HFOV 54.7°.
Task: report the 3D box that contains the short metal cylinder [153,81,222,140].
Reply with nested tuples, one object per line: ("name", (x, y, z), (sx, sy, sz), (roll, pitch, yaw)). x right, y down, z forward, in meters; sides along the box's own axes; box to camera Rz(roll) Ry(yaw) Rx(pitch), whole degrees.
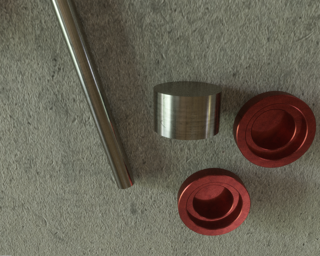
("short metal cylinder", (0.032, -0.024, 0.372), (0.081, 0.080, 0.050), (0, 110, -1))

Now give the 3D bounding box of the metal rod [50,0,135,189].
("metal rod", (-0.086, -0.055, 0.388), (0.025, 0.025, 0.298), (-14, 110, 5))

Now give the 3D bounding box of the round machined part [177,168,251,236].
("round machined part", (0.074, 0.099, 0.438), (0.099, 0.042, 0.097), (0, 110, -1))

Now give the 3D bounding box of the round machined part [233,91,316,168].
("round machined part", (0.144, -0.001, 0.402), (0.099, 0.042, 0.097), (0, 110, -1))
